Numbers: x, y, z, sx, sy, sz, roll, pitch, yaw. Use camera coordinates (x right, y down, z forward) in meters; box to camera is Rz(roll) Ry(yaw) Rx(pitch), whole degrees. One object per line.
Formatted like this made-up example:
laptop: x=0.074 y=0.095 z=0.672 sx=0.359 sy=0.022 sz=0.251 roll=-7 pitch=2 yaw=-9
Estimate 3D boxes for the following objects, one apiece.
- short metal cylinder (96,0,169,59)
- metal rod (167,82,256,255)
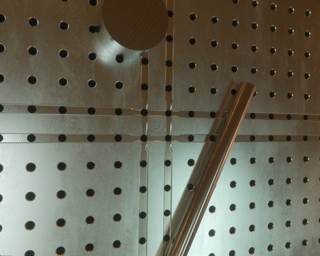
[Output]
short metal cylinder: x=-0.036 y=-0.131 z=0.386 sx=0.081 sy=0.050 sz=0.080 roll=0 pitch=90 yaw=-20
metal rod: x=0.069 y=0.072 z=0.438 sx=0.025 sy=0.025 sz=0.299 roll=27 pitch=81 yaw=-18
